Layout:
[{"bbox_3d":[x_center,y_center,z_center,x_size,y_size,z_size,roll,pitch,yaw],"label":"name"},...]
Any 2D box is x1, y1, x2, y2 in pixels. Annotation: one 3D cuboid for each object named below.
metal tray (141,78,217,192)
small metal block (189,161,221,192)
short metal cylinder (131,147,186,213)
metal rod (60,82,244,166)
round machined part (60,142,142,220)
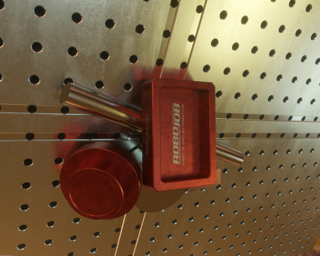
[{"bbox_3d":[0.025,0.007,0.383,0.091,0.030,0.129,-1,90,-29],"label":"metal tray"},{"bbox_3d":[0.064,0.069,0.470,0.050,0.025,0.050,-16,143,0],"label":"small metal block"},{"bbox_3d":[-0.008,0.069,0.429,0.081,0.050,0.079,-14,124,-21],"label":"short metal cylinder"},{"bbox_3d":[0.013,0.007,0.418,0.302,0.025,0.025,21,107,-36],"label":"metal rod"},{"bbox_3d":[-0.072,0.069,0.368,0.099,0.042,0.097,2,110,6],"label":"round machined part"}]
